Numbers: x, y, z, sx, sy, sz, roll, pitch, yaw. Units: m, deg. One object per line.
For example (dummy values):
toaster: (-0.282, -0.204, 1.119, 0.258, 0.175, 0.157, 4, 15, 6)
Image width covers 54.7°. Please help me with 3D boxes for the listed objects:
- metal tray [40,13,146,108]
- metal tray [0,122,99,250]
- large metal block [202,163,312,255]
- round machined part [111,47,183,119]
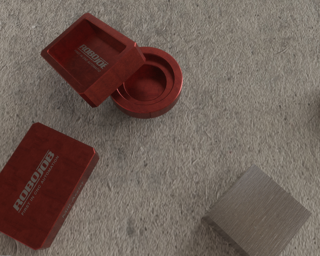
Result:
metal tray: (-0.091, -0.094, 0.406, 0.090, 0.030, 0.130, -44, 52, -7)
metal tray: (-0.146, 0.068, 0.379, 0.090, 0.030, 0.130, 24, 72, 8)
large metal block: (0.108, 0.102, 0.358, 0.080, 0.050, 0.080, 43, 75, 14)
round machined part: (-0.020, -0.057, 0.420, 0.099, 0.042, 0.098, 0, 70, 0)
